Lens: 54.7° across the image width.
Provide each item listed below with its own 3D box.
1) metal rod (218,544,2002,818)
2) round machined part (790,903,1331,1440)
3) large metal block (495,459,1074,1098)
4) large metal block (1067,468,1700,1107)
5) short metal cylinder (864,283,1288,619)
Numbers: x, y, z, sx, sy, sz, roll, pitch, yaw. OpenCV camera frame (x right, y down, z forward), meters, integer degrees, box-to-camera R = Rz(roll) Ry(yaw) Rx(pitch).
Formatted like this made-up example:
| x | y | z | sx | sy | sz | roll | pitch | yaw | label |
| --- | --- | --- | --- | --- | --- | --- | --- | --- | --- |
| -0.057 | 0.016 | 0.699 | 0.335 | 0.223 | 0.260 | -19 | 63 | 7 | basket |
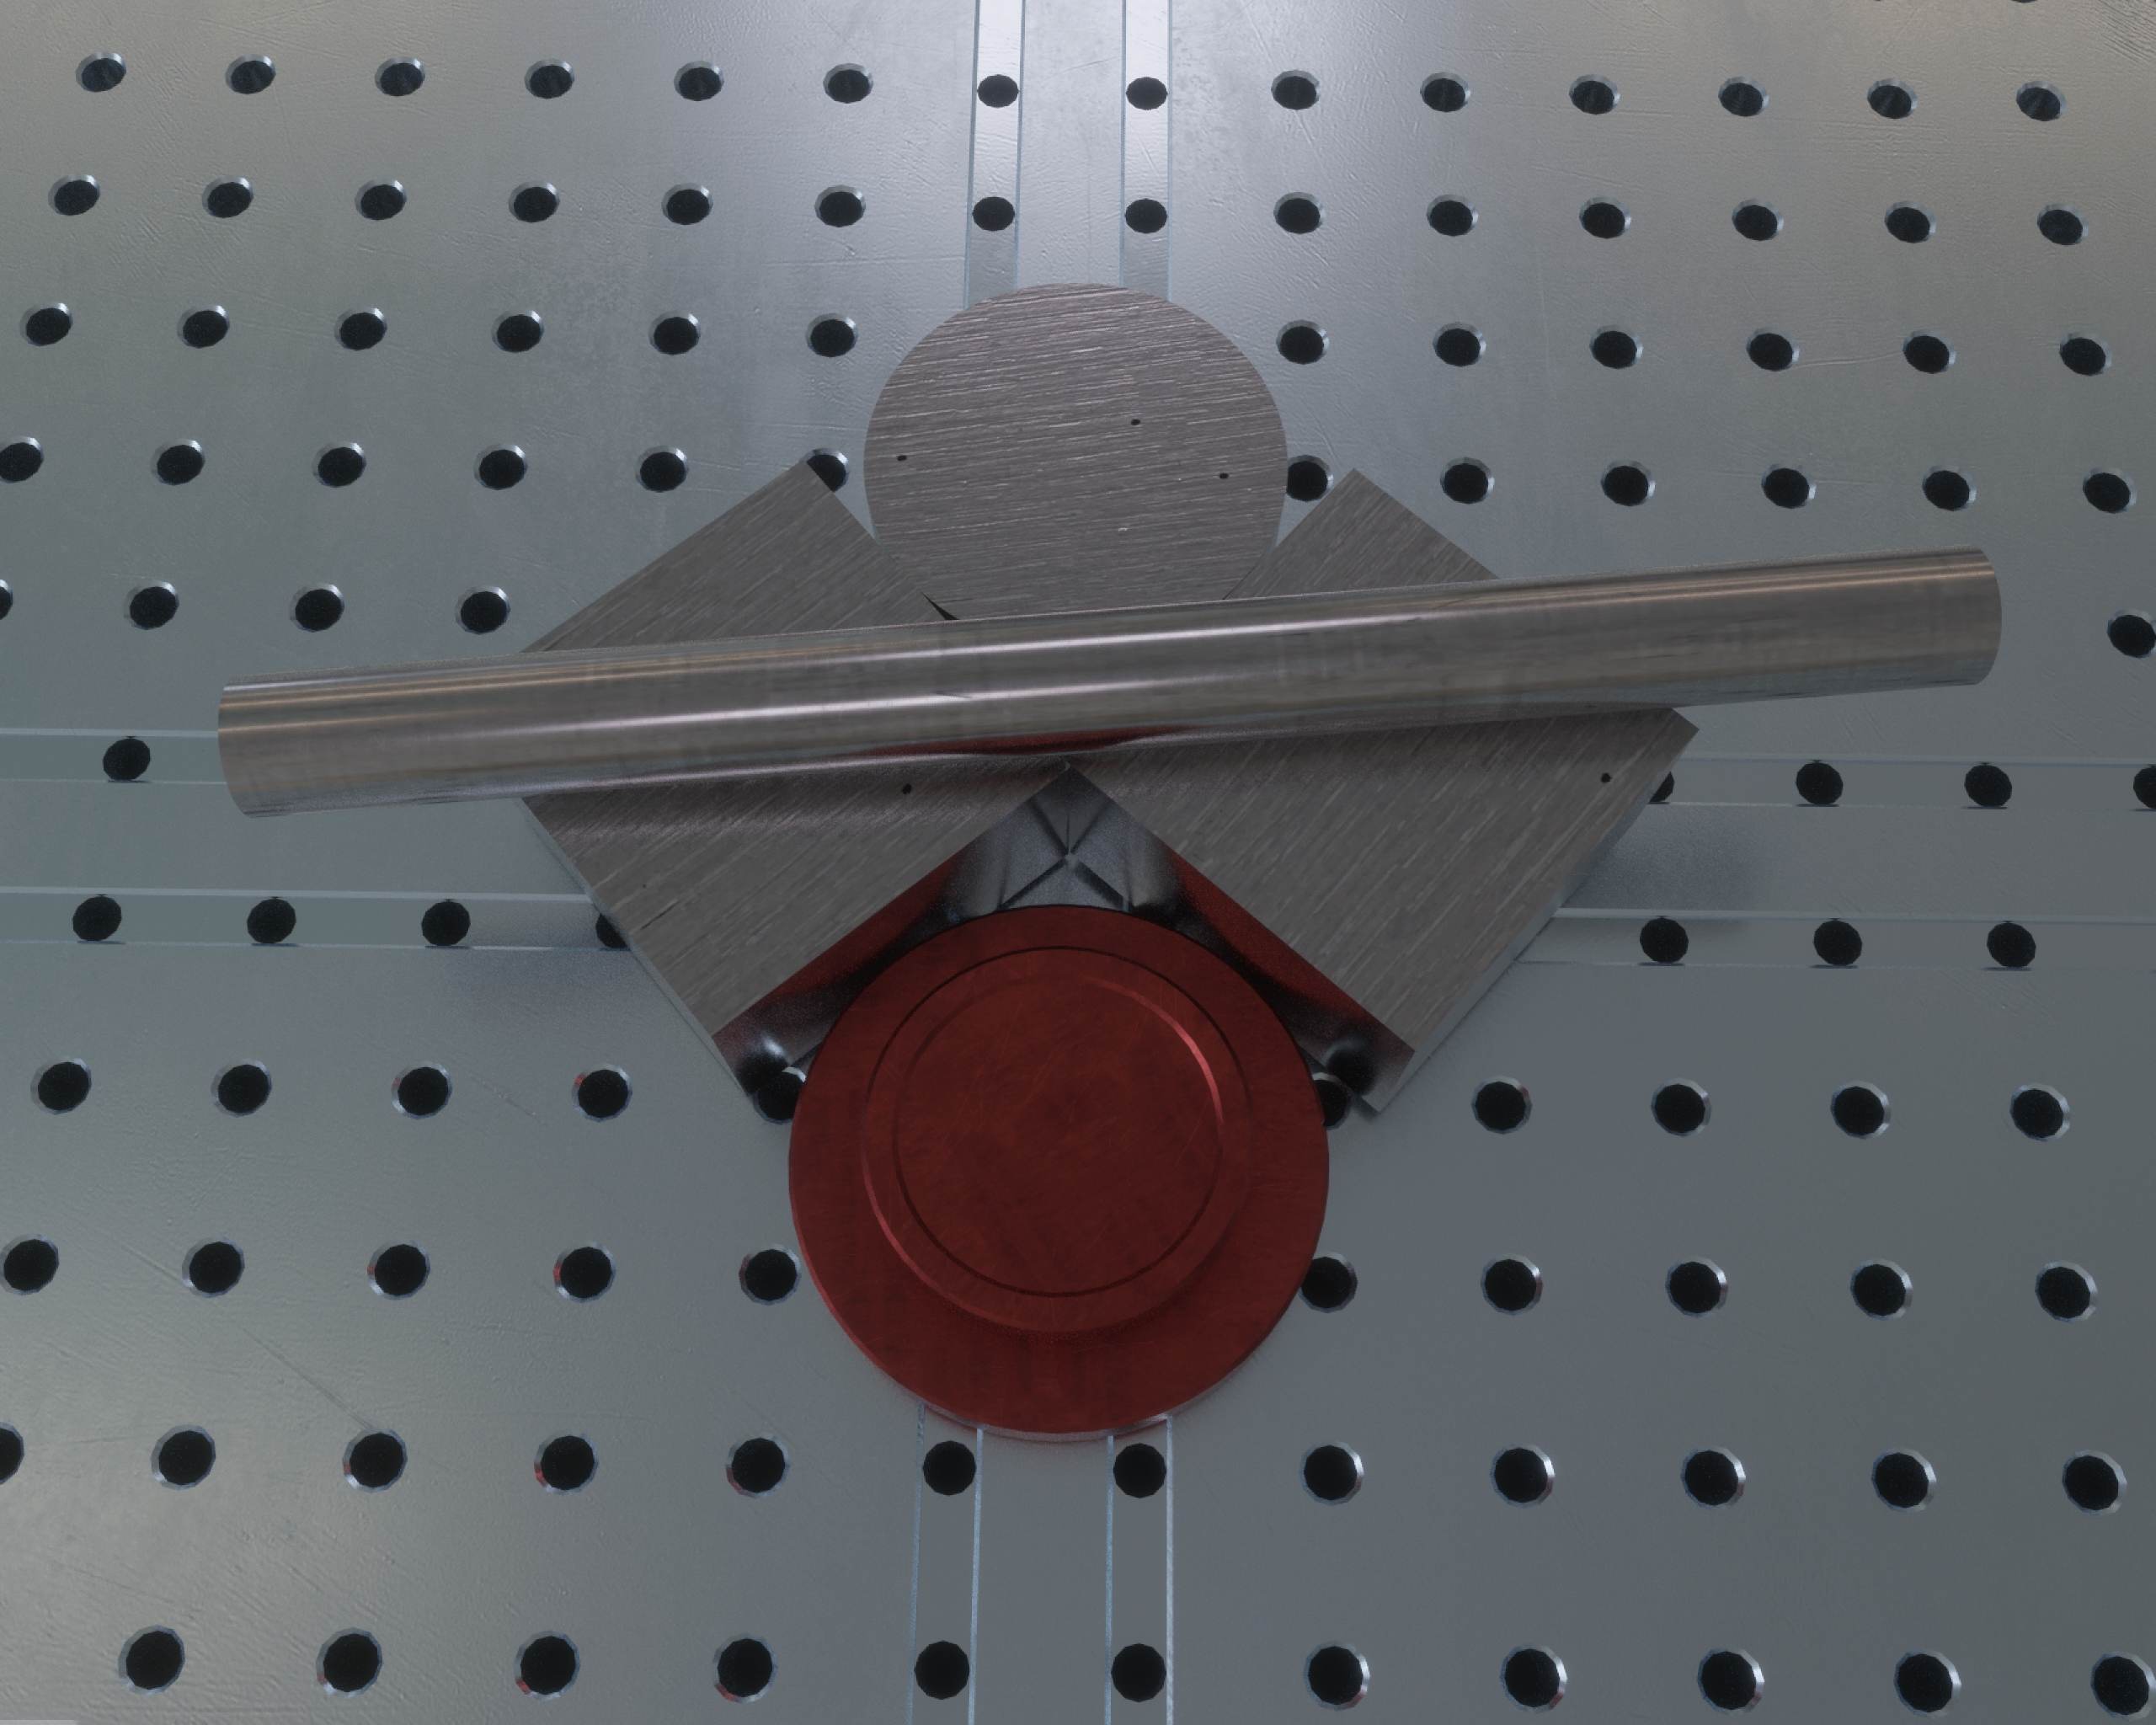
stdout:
| x | y | z | sx | sy | sz | roll | pitch | yaw | label |
| --- | --- | --- | --- | --- | --- | --- | --- | --- | --- |
| 0.007 | -0.032 | 0.364 | 0.302 | 0.025 | 0.025 | -5 | 70 | -1 | metal rod |
| -0.003 | 0.053 | 0.379 | 0.099 | 0.042 | 0.098 | 0 | 70 | 0 | round machined part |
| -0.058 | -0.015 | 0.399 | 0.080 | 0.050 | 0.080 | -38 | 76 | -13 | large metal block |
| 0.055 | -0.013 | 0.397 | 0.080 | 0.050 | 0.080 | 40 | 76 | 13 | large metal block |
| 0.000 | -0.068 | 0.419 | 0.081 | 0.050 | 0.080 | 0 | 70 | 0 | short metal cylinder |
